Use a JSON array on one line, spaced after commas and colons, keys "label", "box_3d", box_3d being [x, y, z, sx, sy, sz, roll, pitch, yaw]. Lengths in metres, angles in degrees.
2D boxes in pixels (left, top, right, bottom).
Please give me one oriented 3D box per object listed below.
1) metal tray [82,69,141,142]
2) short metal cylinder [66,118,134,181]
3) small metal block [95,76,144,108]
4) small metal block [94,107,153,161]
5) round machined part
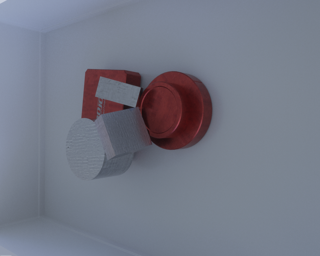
[{"label": "metal tray", "box_3d": [-0.076, -0.020, 0.459, 0.090, 0.030, 0.129, 10, 96, 39]}, {"label": "short metal cylinder", "box_3d": [-0.081, 0.027, 0.413, 0.080, 0.050, 0.079, 0, 90, 39]}, {"label": "small metal block", "box_3d": [-0.049, -0.045, 0.393, 0.050, 0.050, 0.025, 16, 96, 1]}, {"label": "small metal block", "box_3d": [-0.044, 0.006, 0.372, 0.025, 0.050, 0.050, -33, 76, 55]}, {"label": "round machined part", "box_3d": [0.011, -0.022, 0.382, 0.098, 0.042, 0.097, 0, 90, 39]}]
